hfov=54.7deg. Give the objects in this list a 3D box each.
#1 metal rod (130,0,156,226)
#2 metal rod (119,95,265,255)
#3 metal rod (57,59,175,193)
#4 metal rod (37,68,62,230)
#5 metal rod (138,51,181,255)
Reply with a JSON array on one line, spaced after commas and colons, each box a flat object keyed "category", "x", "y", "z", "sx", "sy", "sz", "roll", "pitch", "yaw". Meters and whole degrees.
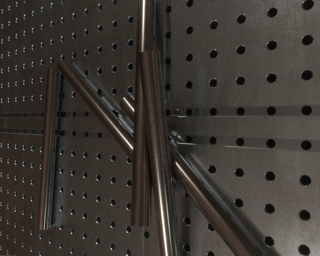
[{"category": "metal rod", "x": -0.020, "y": -0.031, "z": 0.397, "sx": 0.025, "sy": 0.025, "sz": 0.298, "roll": -7, "pitch": 78, "yaw": 39}, {"category": "metal rod", "x": 0.037, "y": 0.065, "z": 0.377, "sx": 0.300, "sy": 0.025, "sz": 0.025, "roll": 50, "pitch": 119, "yaw": 27}, {"category": "metal rod", "x": -0.080, "y": -0.016, "z": 0.472, "sx": 0.300, "sy": 0.025, "sz": 0.025, "roll": 47, "pitch": 118, "yaw": 29}, {"category": "metal rod", "x": -0.205, "y": 0.040, "z": 0.575, "sx": 0.025, "sy": 0.025, "sz": 0.298, "roll": 9, "pitch": 96, "yaw": 39}, {"category": "metal rod", "x": 0.003, "y": 0.060, "z": 0.374, "sx": 0.025, "sy": 0.025, "sz": 0.298, "roll": 0, "pitch": 100, "yaw": 39}]
